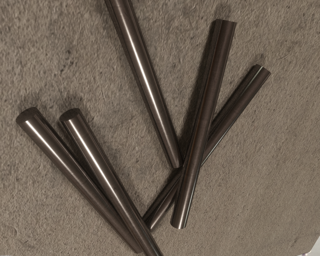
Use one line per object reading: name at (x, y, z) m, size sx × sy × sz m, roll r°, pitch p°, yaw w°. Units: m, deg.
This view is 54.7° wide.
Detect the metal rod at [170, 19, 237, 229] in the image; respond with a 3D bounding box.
metal rod at (0.054, 0.008, 0.423) m, size 0.025 × 0.025 × 0.298 m, roll 0°, pitch 113°, yaw -29°

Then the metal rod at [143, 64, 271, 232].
metal rod at (0.063, 0.037, 0.466) m, size 0.025 × 0.025 × 0.299 m, roll 26°, pitch 104°, yaw -38°

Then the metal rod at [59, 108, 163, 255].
metal rod at (-0.053, 0.100, 0.425) m, size 0.025 × 0.025 × 0.299 m, roll -29°, pitch 124°, yaw -10°

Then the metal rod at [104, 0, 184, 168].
metal rod at (-0.017, -0.061, 0.360) m, size 0.025 × 0.025 × 0.299 m, roll -29°, pitch 129°, yaw -10°

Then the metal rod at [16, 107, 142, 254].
metal rod at (-0.087, 0.091, 0.416) m, size 0.025 × 0.025 × 0.299 m, roll -33°, pitch 129°, yaw -7°
